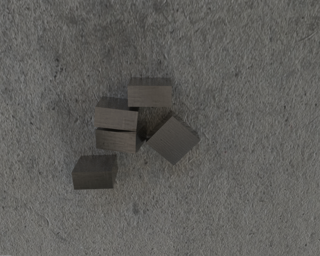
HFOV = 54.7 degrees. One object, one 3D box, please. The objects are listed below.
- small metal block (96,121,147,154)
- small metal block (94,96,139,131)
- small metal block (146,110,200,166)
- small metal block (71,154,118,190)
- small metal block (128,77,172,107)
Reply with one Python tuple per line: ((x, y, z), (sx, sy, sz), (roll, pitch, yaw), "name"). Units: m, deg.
((-0.048, 0.008, 0.394), (0.050, 0.050, 0.025), (7, 110, 11), "small metal block")
((-0.052, -0.019, 0.389), (0.050, 0.050, 0.025), (6, 110, -3), "small metal block")
((0.017, 0.013, 0.415), (0.050, 0.025, 0.050), (41, 105, -14), "small metal block")
((-0.086, 0.058, 0.417), (0.050, 0.050, 0.025), (-2, 110, 0), "small metal block")
((-0.012, -0.045, 0.380), (0.050, 0.050, 0.025), (0, 110, 0), "small metal block")
